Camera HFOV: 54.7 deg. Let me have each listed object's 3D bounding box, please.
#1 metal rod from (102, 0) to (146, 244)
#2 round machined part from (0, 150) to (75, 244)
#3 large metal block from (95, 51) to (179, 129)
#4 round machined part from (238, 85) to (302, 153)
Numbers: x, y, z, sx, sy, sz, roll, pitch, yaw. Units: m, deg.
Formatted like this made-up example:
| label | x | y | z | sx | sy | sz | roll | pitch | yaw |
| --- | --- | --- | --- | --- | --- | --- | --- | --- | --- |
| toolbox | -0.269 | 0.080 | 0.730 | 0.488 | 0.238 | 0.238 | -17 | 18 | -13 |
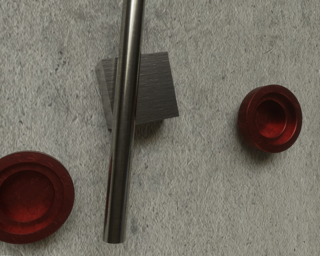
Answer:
| label | x | y | z | sx | sy | sz | roll | pitch | yaw |
| --- | --- | --- | --- | --- | --- | --- | --- | --- | --- |
| metal rod | -0.038 | -0.027 | 0.342 | 0.025 | 0.025 | 0.298 | 5 | 88 | -20 |
| round machined part | -0.148 | 0.074 | 0.346 | 0.099 | 0.042 | 0.097 | 0 | 90 | -20 |
| large metal block | -0.029 | -0.046 | 0.385 | 0.081 | 0.050 | 0.080 | -12 | 94 | -20 |
| round machined part | 0.157 | -0.013 | 0.458 | 0.099 | 0.042 | 0.097 | 0 | 90 | -20 |
